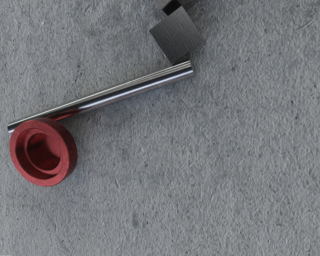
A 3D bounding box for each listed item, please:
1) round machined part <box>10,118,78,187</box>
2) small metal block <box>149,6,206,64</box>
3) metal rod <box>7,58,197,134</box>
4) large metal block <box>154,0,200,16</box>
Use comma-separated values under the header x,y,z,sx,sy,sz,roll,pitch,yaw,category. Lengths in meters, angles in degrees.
x,y,z,sx,sy,sz,roll,pitch,yaw,category
-0.162,0.032,0.449,0.098,0.042,0.097,4,106,16,round machined part
0.023,-0.117,0.394,0.050,0.025,0.050,-33,95,17,small metal block
-0.094,-0.038,0.442,0.301,0.025,0.025,-16,85,19,metal rod
0.019,-0.197,0.389,0.080,0.050,0.080,-37,78,16,large metal block
